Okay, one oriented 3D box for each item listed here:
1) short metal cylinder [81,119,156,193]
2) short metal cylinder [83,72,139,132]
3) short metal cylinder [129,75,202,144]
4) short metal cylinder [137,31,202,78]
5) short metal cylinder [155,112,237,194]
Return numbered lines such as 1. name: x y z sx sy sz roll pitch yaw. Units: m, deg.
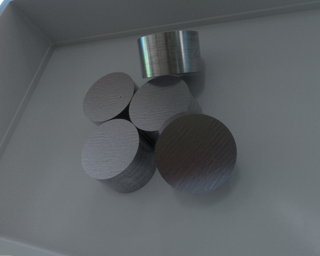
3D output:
1. short metal cylinder: -0.050 0.035 0.390 0.080 0.050 0.080 -13 56 20
2. short metal cylinder: -0.060 -0.031 0.436 0.080 0.050 0.080 -13 56 20
3. short metal cylinder: 0.008 -0.020 0.394 0.080 0.050 0.080 -13 56 20
4. short metal cylinder: 0.013 -0.095 0.409 0.080 0.080 0.050 -3 99 26
5. short metal cylinder: 0.035 0.023 0.328 0.081 0.050 0.079 0 96 -1
